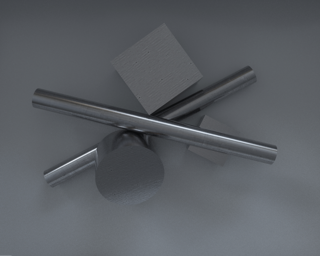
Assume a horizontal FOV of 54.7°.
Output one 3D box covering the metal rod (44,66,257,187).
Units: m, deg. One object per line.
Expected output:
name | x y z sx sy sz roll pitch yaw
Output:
metal rod | -0.012 -0.002 0.409 0.301 0.025 0.025 -27 90 -1

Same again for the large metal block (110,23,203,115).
large metal block | -0.004 -0.071 0.397 0.080 0.050 0.080 -36 90 0

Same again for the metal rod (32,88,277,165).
metal rod | -0.006 -0.002 0.385 0.302 0.025 0.025 14 90 -1

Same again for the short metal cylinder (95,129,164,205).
short metal cylinder | -0.039 0.047 0.383 0.081 0.050 0.079 -5 112 -11

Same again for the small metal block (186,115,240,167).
small metal block | 0.069 0.016 0.409 0.050 0.025 0.050 27 90 -1
